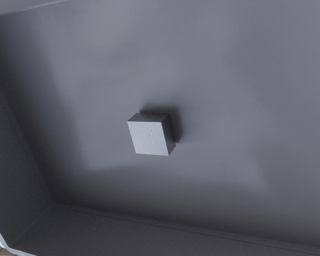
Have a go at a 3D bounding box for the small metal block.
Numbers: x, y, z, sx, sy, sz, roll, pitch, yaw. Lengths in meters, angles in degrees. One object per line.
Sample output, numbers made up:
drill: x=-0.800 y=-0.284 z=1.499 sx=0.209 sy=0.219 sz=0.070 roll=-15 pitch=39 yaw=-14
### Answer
small metal block: x=-0.010 y=0.008 z=0.415 sx=0.050 sy=0.025 sz=0.050 roll=2 pitch=120 yaw=28
